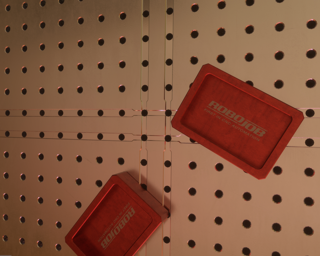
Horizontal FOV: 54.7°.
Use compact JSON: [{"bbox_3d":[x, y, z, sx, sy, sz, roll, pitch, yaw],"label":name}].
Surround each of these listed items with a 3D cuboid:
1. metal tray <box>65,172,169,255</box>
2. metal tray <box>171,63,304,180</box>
[{"bbox_3d":[-0.062,0.138,0.430,0.090,0.030,0.130,41,102,15],"label":"metal tray"},{"bbox_3d":[0.091,-0.009,0.377,0.130,0.030,0.090,32,100,16],"label":"metal tray"}]
